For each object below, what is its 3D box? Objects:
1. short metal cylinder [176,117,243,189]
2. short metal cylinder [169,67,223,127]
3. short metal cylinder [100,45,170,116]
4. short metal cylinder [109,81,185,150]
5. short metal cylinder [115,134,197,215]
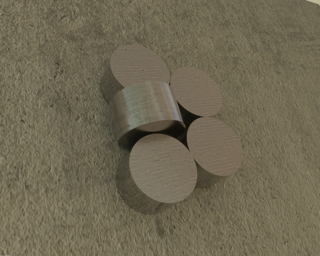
[{"bbox_3d":[0.058,0.032,0.400,0.081,0.050,0.080,13,57,-20],"label":"short metal cylinder"},{"bbox_3d":[0.039,-0.038,0.433,0.081,0.050,0.080,13,57,-21],"label":"short metal cylinder"},{"bbox_3d":[-0.034,-0.062,0.409,0.081,0.050,0.080,13,57,-20],"label":"short metal cylinder"},{"bbox_3d":[-0.016,-0.012,0.369,0.081,0.080,0.050,-3,64,-30],"label":"short metal cylinder"},{"bbox_3d":[-0.005,0.053,0.354,0.081,0.050,0.080,13,57,-20],"label":"short metal cylinder"}]
